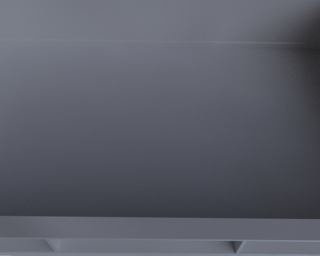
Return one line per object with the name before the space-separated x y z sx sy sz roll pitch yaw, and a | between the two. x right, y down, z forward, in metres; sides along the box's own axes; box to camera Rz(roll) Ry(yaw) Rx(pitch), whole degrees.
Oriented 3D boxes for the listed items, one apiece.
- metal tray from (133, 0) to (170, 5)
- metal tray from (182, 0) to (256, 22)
metal tray | -0.002 -0.308 0.662 0.131 0.030 0.090 -15 52 -13
metal tray | 0.114 -0.251 0.617 0.131 0.030 0.090 -3 50 -3
